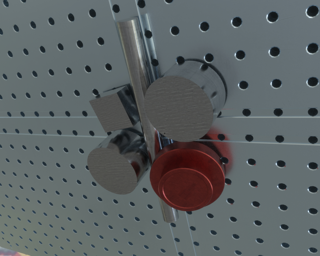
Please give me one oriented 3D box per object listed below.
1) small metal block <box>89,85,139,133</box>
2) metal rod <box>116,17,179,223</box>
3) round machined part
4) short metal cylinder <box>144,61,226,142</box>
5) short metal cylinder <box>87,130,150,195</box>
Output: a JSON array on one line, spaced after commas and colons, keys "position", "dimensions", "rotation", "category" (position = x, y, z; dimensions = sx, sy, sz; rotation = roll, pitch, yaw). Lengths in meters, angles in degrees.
[{"position": [-0.060, -0.025, 0.422], "dimensions": [0.050, 0.025, 0.050], "rotation": [-12, 113, 33], "category": "small metal block"}, {"position": [-0.010, 0.008, 0.416], "dimensions": [0.025, 0.025, 0.298], "rotation": [3, 120, 27], "category": "metal rod"}, {"position": [0.035, 0.069, 0.404], "dimensions": [0.099, 0.042, 0.097], "rotation": [4, 117, 8], "category": "round machined part"}, {"position": [0.029, -0.031, 0.355], "dimensions": [0.080, 0.050, 0.079], "rotation": [13, 124, 21], "category": "short metal cylinder"}, {"position": [-0.057, 0.049, 0.450], "dimensions": [0.080, 0.050, 0.079], "rotation": [13, 124, 21], "category": "short metal cylinder"}]
